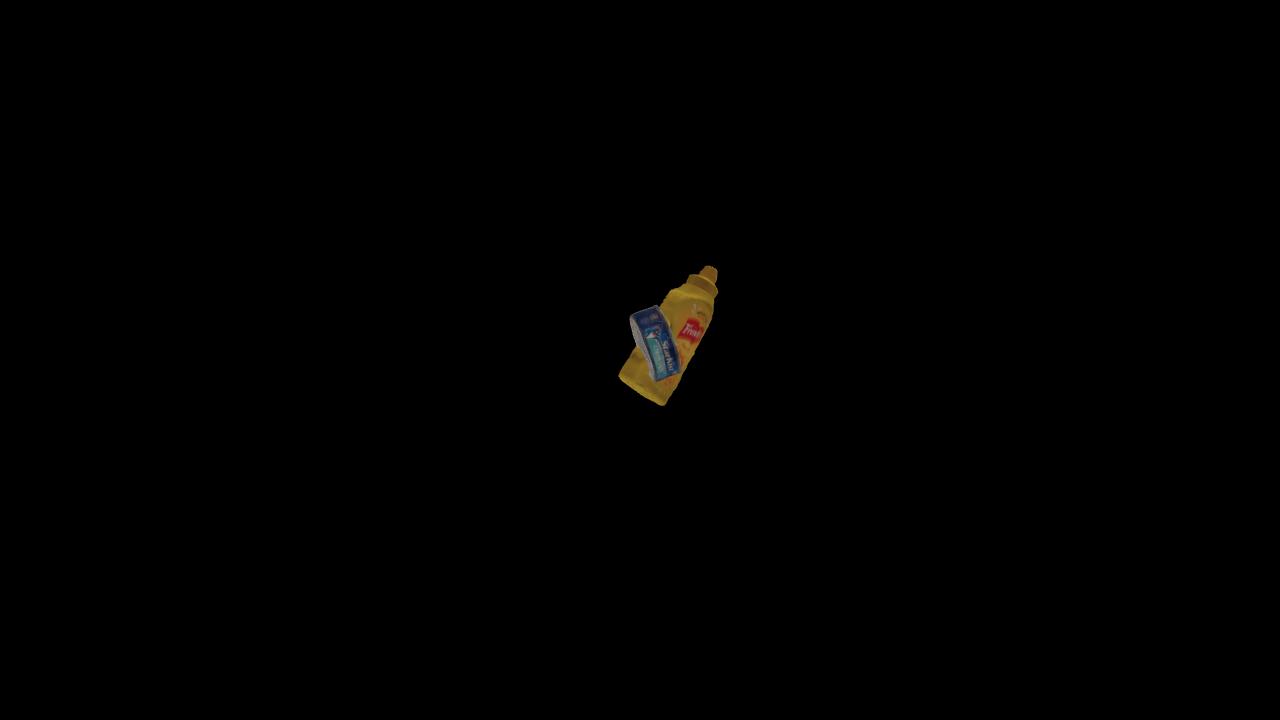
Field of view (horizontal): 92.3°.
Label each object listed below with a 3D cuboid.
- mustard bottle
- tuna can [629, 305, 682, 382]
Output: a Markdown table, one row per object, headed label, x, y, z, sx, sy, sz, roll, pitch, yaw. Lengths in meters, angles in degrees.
| label | x | y | z | sx | sy | sz | roll | pitch | yaw |
| --- | --- | --- | --- | --- | --- | --- | --- | --- | --- |
| mustard bottle | 0.047 | -0.038 | 0.769 | 0.054 | 0.184 | 0.092 | 24 | -9 | 41 |
| tuna can | 0.017 | -0.019 | 0.703 | 0.034 | 0.084 | 0.084 | -20 | 2 | -6 |
